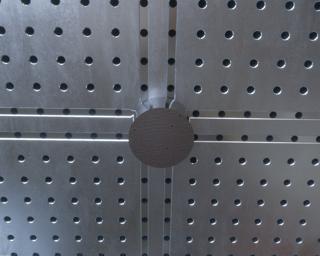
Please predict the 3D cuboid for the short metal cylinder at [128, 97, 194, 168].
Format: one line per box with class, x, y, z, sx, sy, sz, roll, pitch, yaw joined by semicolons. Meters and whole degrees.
short metal cylinder;0.002;0.005;0.402;0.080;0.050;0.079;0;110;0
